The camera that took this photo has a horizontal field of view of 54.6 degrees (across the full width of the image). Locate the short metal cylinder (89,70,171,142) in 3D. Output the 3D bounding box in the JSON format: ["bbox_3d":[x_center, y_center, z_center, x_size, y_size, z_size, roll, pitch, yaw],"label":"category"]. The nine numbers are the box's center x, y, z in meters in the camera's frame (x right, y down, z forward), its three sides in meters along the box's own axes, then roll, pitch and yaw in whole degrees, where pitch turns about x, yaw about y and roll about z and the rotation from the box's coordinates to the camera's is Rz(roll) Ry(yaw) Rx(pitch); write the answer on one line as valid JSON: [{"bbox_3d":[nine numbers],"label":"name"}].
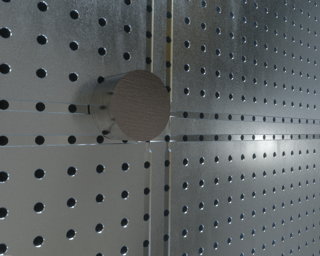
[{"bbox_3d":[-0.034,-0.025,0.363,0.081,0.050,0.080,0,90,-40],"label":"short metal cylinder"}]
